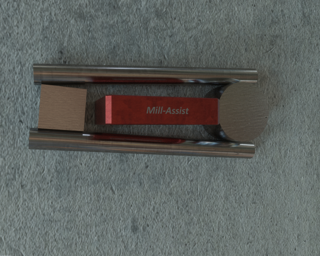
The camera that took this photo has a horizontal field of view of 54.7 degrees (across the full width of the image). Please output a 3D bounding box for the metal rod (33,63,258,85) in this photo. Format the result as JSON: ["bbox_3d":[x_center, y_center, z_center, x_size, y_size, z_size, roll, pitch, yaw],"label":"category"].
[{"bbox_3d":[-0.004,-0.069,0.409,0.303,0.025,0.025,-3,91,-20],"label":"metal rod"}]

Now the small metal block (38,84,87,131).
[{"bbox_3d":[-0.116,-0.023,0.368,0.050,0.025,0.050,5,89,-20],"label":"small metal block"}]

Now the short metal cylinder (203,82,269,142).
[{"bbox_3d":[0.103,-0.022,0.434,0.081,0.050,0.079,0,90,-20],"label":"short metal cylinder"}]

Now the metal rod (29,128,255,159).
[{"bbox_3d":[-0.008,0.023,0.407,0.302,0.025,0.025,4,89,-20],"label":"metal rod"}]

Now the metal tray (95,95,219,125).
[{"bbox_3d":[-0.007,-0.019,0.372,0.131,0.090,0.030,0,90,-20],"label":"metal tray"}]
